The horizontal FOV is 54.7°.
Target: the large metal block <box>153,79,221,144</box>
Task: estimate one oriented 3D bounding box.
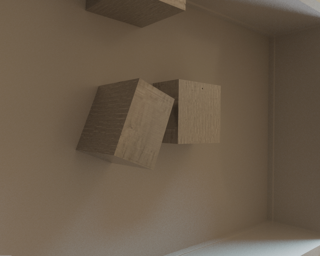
[{"bbox_3d":[0.037,-0.020,0.424,0.081,0.050,0.079,1,89,-40],"label":"large metal block"}]

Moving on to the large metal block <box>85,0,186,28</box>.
[{"bbox_3d":[-0.028,-0.157,0.349,0.081,0.080,0.050,3,89,-40],"label":"large metal block"}]

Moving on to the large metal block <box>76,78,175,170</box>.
[{"bbox_3d":[-0.039,-0.003,0.340,0.050,0.080,0.080,27,73,-37],"label":"large metal block"}]
